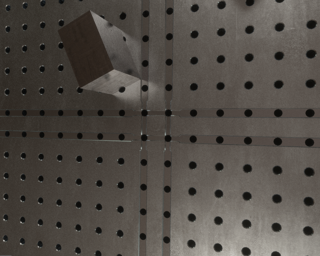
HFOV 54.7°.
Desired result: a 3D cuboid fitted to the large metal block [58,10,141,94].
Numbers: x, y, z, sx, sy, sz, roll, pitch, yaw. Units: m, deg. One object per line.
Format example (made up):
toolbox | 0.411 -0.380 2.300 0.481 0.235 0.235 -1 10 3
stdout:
large metal block | -0.077 -0.095 0.409 0.050 0.080 0.080 -25 82 18
